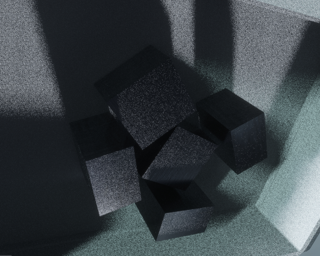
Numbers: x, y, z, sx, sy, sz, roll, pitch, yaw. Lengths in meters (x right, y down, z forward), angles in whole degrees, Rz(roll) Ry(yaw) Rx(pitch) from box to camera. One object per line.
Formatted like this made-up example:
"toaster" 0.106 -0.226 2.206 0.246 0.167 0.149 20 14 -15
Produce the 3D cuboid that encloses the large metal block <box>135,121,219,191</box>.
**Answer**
"large metal block" 0.018 0.031 0.421 0.080 0.050 0.080 25 105 -37

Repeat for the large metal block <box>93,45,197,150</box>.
"large metal block" -0.016 -0.035 0.361 0.080 0.050 0.080 -36 130 -4

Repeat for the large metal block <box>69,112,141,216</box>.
"large metal block" -0.064 0.039 0.362 0.050 0.080 0.079 -18 126 -19

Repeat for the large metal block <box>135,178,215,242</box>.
"large metal block" 0.019 0.111 0.453 0.081 0.080 0.050 1 118 -29

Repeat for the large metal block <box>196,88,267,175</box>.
"large metal block" 0.099 0.003 0.429 0.050 0.080 0.080 -28 128 -11
